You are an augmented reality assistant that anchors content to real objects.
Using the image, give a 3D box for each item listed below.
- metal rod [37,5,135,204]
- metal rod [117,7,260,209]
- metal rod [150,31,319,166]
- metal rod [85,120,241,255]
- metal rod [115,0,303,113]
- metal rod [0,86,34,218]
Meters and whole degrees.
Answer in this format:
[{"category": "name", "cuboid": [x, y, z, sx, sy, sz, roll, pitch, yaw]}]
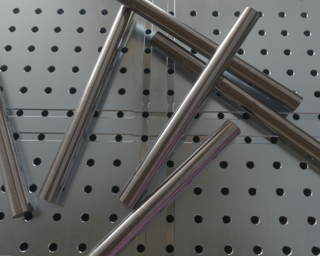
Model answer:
[{"category": "metal rod", "cuboid": [-0.094, -0.046, 0.428, 0.025, 0.025, 0.300, 16, 71, 6]}, {"category": "metal rod", "cuboid": [0.041, -0.032, 0.399, 0.025, 0.025, 0.300, 32, 82, 11]}, {"category": "metal rod", "cuboid": [0.109, -0.043, 0.427, 0.300, 0.025, 0.025, 38, 74, 12]}, {"category": "metal rod", "cuboid": [-0.011, 0.096, 0.376, 0.301, 0.025, 0.025, -42, 75, -14]}, {"category": "metal rod", "cuboid": [0.064, -0.115, 0.441, 0.300, 0.025, 0.025, 34, 74, 6]}, {"category": "metal rod", "cuboid": [-0.222, -0.026, 0.419, 0.025, 0.025, 0.299, -22, 72, -8]}]
